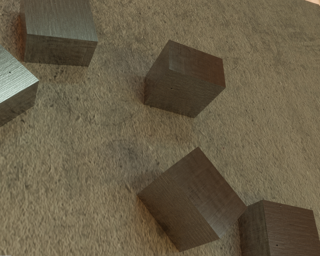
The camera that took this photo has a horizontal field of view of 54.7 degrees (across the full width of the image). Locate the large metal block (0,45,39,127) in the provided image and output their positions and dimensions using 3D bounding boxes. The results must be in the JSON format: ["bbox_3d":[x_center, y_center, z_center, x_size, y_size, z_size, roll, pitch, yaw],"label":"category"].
[{"bbox_3d":[-0.186,-0.042,0.313,0.080,0.050,0.080,43,51,1],"label":"large metal block"}]

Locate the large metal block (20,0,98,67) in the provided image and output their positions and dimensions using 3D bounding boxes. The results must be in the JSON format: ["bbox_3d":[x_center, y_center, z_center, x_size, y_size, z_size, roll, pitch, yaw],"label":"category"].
[{"bbox_3d":[-0.131,-0.128,0.395,0.081,0.050,0.080,-2,63,-29],"label":"large metal block"}]

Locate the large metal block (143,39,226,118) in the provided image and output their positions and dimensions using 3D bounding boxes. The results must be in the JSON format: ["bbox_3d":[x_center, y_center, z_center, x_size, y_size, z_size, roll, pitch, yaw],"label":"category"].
[{"bbox_3d":[0.031,-0.063,0.423,0.081,0.080,0.050,14,56,-21],"label":"large metal block"}]

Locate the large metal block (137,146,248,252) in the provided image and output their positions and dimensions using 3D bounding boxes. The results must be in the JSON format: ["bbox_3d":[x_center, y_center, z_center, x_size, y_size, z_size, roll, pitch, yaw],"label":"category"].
[{"bbox_3d":[0.031,0.079,0.337,0.050,0.080,0.080,-32,80,-38],"label":"large metal block"}]

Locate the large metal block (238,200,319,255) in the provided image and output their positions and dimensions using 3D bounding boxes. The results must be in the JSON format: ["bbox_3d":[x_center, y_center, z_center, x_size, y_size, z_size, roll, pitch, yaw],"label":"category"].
[{"bbox_3d":[0.147,0.141,0.381,0.081,0.050,0.080,15,56,-20],"label":"large metal block"}]
